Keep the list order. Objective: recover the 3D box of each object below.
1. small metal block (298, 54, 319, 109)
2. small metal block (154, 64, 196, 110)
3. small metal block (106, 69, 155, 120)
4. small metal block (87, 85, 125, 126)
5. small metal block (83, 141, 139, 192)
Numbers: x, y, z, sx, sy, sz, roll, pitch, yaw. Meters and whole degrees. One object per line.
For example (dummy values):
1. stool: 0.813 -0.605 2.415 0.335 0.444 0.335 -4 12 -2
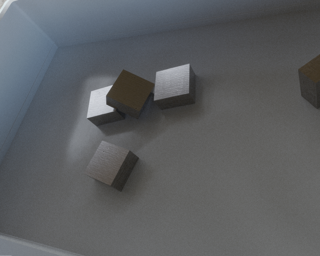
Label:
1. small metal block: 0.179 -0.055 0.330 0.050 0.050 0.025 -36 51 4
2. small metal block: 0.021 -0.057 0.429 0.050 0.025 0.050 -10 57 23
3. small metal block: -0.042 -0.048 0.438 0.050 0.025 0.050 26 64 3
4. small metal block: -0.079 -0.035 0.469 0.050 0.025 0.050 -12 56 21
5. small metal block: -0.064 0.050 0.409 0.050 0.025 0.050 16 70 34
